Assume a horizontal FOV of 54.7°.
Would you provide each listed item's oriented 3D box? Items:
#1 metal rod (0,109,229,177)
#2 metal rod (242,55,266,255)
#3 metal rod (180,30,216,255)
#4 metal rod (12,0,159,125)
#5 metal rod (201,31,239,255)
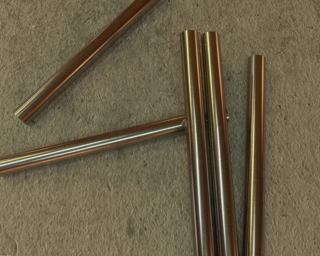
[{"bbox_3d":[-0.059,0.016,0.401,0.302,0.025,0.025,-13,71,-5],"label":"metal rod"},{"bbox_3d":[0.121,0.041,0.393,0.025,0.025,0.299,7,70,2],"label":"metal rod"},{"bbox_3d":[0.045,0.023,0.378,0.025,0.025,0.299,-2,78,-1],"label":"metal rod"},{"bbox_3d":[-0.090,-0.120,0.451,0.025,0.025,0.301,38,74,13],"label":"metal rod"},{"bbox_3d":[0.072,0.024,0.378,0.025,0.025,0.299,-2,78,-1],"label":"metal rod"}]
